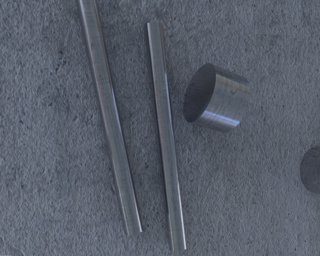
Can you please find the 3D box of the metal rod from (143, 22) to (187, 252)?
[{"bbox_3d":[0.008,0.013,0.411,0.025,0.025,0.298,-7,93,-20],"label":"metal rod"}]

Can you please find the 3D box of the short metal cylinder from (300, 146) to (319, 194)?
[{"bbox_3d":[0.275,0.070,0.497,0.081,0.050,0.079,0,90,-20],"label":"short metal cylinder"}]

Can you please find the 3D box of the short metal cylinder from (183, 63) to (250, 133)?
[{"bbox_3d":[0.072,-0.038,0.406,0.050,0.080,0.080,17,84,-19],"label":"short metal cylinder"}]

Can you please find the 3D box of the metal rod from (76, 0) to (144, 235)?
[{"bbox_3d":[-0.062,-0.014,0.386,0.025,0.025,0.298,-13,94,-20],"label":"metal rod"}]
